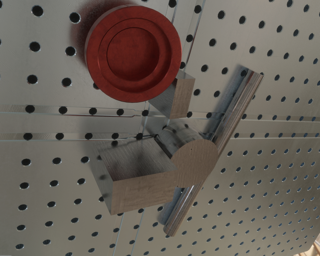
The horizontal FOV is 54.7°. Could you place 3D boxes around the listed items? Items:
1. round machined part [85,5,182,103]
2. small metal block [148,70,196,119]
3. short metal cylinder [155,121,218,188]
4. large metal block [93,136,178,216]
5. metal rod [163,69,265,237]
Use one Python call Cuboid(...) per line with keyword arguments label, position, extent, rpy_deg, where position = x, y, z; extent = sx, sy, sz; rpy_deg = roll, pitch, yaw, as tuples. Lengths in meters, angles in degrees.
Cuboid(label="round machined part", position=(-0.030, -0.080, 0.329), extent=(0.099, 0.042, 0.097), rpy_deg=(-8, 117, -16))
Cuboid(label="small metal block", position=(0.013, -0.045, 0.374), extent=(0.025, 0.050, 0.050), rpy_deg=(-8, 122, -32))
Cuboid(label="short metal cylinder", position=(0.034, 0.037, 0.439), extent=(0.081, 0.050, 0.079), rpy_deg=(-14, 125, -21))
Cuboid(label="large metal block", position=(-0.034, 0.056, 0.393), extent=(0.081, 0.080, 0.050), rpy_deg=(-6, 121, -26))
Cuboid(label="metal rod", position=(0.077, 0.049, 0.486), extent=(0.025, 0.025, 0.298), rpy_deg=(12, 112, -34))
